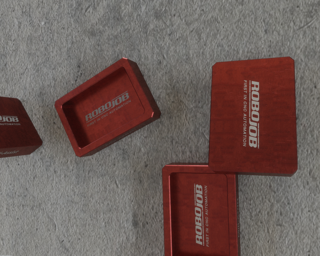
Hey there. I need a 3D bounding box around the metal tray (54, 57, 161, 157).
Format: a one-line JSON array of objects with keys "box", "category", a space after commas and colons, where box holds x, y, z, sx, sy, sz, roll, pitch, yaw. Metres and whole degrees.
[{"box": [-0.075, -0.026, 0.432, 0.130, 0.030, 0.090, -28, 81, 17], "category": "metal tray"}]

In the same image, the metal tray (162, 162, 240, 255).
[{"box": [0.052, 0.110, 0.387, 0.090, 0.030, 0.129, -2, 89, 20], "category": "metal tray"}]

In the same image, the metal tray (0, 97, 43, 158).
[{"box": [-0.239, -0.003, 0.438, 0.030, 0.130, 0.090, -35, 79, 17], "category": "metal tray"}]

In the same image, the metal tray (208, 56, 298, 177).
[{"box": [0.105, -0.013, 0.352, 0.090, 0.030, 0.129, -1, 75, 20], "category": "metal tray"}]
